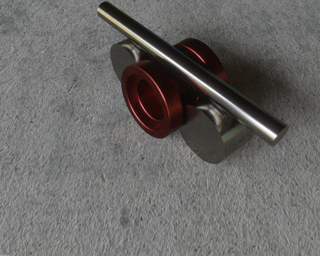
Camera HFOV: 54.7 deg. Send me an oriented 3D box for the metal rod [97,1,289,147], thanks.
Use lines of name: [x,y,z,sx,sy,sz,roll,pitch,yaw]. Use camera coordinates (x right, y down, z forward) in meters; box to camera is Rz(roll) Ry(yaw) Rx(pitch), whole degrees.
metal rod: [0.018,-0.080,0.369,0.025,0.025,0.300,-33,58,-25]

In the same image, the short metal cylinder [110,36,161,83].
short metal cylinder: [-0.028,-0.092,0.445,0.050,0.080,0.080,-32,57,-24]

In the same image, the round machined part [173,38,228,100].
round machined part: [0.040,-0.066,0.413,0.042,0.098,0.098,-35,58,-20]

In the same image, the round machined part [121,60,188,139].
round machined part: [-0.003,-0.039,0.389,0.042,0.097,0.098,-30,56,-28]

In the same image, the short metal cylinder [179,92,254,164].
short metal cylinder: [0.065,-0.004,0.373,0.050,0.080,0.080,-32,57,-24]
